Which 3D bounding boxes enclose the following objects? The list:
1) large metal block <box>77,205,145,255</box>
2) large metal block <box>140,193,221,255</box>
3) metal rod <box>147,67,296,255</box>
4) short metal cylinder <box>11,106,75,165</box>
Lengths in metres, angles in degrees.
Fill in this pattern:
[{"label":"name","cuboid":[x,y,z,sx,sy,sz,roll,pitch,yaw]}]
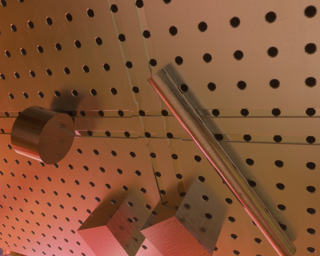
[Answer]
[{"label":"large metal block","cuboid":[-0.087,0.192,0.558,0.080,0.050,0.080,-22,107,36]},{"label":"large metal block","cuboid":[0.031,0.158,0.475,0.080,0.050,0.080,48,128,-6]},{"label":"metal rod","cuboid":[0.084,0.052,0.397,0.025,0.025,0.300,-30,102,37]},{"label":"short metal cylinder","cuboid":[-0.176,0.010,0.472,0.050,0.080,0.079,15,125,19]}]
